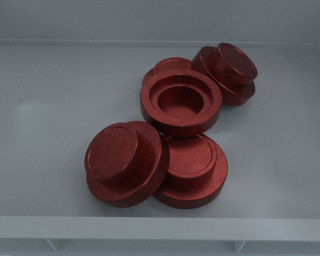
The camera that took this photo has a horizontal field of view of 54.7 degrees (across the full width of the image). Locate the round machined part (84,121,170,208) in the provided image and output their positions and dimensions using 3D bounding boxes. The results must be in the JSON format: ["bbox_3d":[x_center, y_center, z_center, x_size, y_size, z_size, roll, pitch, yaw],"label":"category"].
[{"bbox_3d":[-0.042,0.033,0.336,0.098,0.042,0.098,-18,50,23],"label":"round machined part"}]

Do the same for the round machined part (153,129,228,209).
[{"bbox_3d":[0.030,0.040,0.359,0.099,0.042,0.098,0,50,0],"label":"round machined part"}]

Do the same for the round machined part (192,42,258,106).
[{"bbox_3d":[0.097,-0.081,0.434,0.099,0.042,0.098,22,43,-22],"label":"round machined part"}]

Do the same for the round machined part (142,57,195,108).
[{"bbox_3d":[0.024,-0.065,0.446,0.099,0.042,0.098,0,50,0],"label":"round machined part"}]

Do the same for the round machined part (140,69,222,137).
[{"bbox_3d":[0.025,-0.026,0.386,0.099,0.042,0.098,0,50,0],"label":"round machined part"}]
